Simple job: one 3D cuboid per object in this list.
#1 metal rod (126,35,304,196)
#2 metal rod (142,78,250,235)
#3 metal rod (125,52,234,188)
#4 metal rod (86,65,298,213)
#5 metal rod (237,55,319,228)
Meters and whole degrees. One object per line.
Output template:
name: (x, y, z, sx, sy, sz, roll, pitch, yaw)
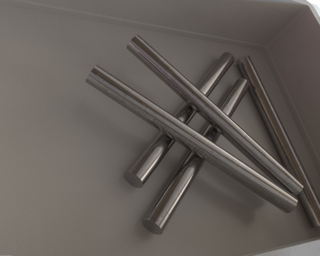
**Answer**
metal rod: (0.074, -0.017, 0.421, 0.300, 0.025, 0.025, 42, 51, 1)
metal rod: (0.066, 0.017, 0.430, 0.025, 0.025, 0.301, 40, 51, -1)
metal rod: (0.044, -0.031, 0.447, 0.025, 0.025, 0.301, 40, 51, -1)
metal rod: (0.044, 0.017, 0.384, 0.301, 0.025, 0.025, 33, 51, -7)
metal rod: (0.192, 0.008, 0.503, 0.025, 0.025, 0.299, -3, 63, -30)
